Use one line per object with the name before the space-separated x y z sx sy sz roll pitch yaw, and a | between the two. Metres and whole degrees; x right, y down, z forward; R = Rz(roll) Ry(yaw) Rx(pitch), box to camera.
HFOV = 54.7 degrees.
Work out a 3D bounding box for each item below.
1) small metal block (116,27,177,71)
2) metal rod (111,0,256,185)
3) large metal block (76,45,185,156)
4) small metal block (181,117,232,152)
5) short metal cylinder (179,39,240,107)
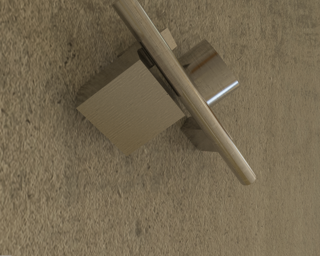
small metal block | -0.016 -0.094 0.378 0.050 0.050 0.025 -46 118 -30
metal rod | 0.045 -0.029 0.381 0.300 0.025 0.025 51 60 -28
large metal block | -0.032 -0.029 0.341 0.080 0.050 0.080 -36 121 10
small metal block | 0.067 0.009 0.445 0.050 0.050 0.025 48 61 -30
short metal cylinder | 0.063 -0.072 0.417 0.050 0.080 0.080 -37 121 12
